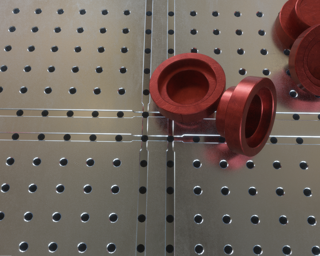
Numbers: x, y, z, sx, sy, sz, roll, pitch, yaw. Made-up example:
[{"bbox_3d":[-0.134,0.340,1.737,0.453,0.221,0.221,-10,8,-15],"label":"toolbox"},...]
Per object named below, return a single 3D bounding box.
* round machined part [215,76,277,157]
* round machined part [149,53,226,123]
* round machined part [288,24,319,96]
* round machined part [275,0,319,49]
[{"bbox_3d":[0.105,-0.017,0.388,0.042,0.098,0.098,16,67,39],"label":"round machined part"},{"bbox_3d":[0.038,-0.049,0.413,0.098,0.042,0.098,-5,60,9],"label":"round machined part"},{"bbox_3d":[0.224,-0.093,0.423,0.099,0.042,0.097,0,101,-1],"label":"round machined part"},{"bbox_3d":[0.229,-0.162,0.463,0.099,0.042,0.098,0,70,0],"label":"round machined part"}]
